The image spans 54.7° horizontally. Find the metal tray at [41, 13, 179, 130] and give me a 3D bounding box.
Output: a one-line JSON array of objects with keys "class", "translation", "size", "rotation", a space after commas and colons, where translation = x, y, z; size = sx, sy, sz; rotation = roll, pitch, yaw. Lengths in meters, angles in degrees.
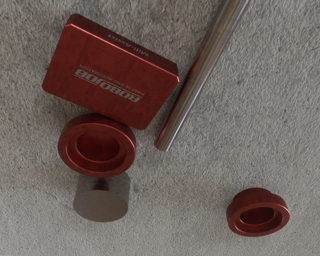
[{"class": "metal tray", "translation": [-0.055, -0.058, 0.354], "size": [0.131, 0.030, 0.089], "rotation": [23, 126, -19]}]

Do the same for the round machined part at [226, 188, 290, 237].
[{"class": "round machined part", "translation": [0.159, 0.136, 0.515], "size": [0.099, 0.042, 0.097], "rotation": [-1, 130, 0]}]

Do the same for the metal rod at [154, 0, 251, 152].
[{"class": "metal rod", "translation": [0.055, -0.084, 0.336], "size": [0.025, 0.025, 0.298], "rotation": [15, 128, -13]}]

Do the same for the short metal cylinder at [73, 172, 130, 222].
[{"class": "short metal cylinder", "translation": [-0.088, 0.101, 0.475], "size": [0.081, 0.050, 0.079], "rotation": [0, 130, 0]}]

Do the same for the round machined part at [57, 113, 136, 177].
[{"class": "round machined part", "translation": [-0.081, 0.018, 0.410], "size": [0.099, 0.042, 0.097], "rotation": [-1, 130, 0]}]
